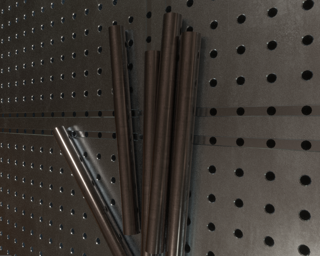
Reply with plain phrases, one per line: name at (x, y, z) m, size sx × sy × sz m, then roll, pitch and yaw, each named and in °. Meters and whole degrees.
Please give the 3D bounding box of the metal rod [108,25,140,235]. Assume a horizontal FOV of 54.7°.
metal rod at (-0.052, 0.000, 0.449) m, size 0.025 × 0.025 × 0.298 m, roll -8°, pitch 85°, yaw 39°

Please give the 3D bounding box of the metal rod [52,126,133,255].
metal rod at (-0.103, 0.116, 0.491) m, size 0.025 × 0.025 × 0.299 m, roll -50°, pitch 61°, yaw 28°

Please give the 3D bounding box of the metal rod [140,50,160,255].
metal rod at (-0.011, 0.048, 0.416) m, size 0.025 × 0.025 × 0.298 m, roll 2°, pitch 91°, yaw 39°

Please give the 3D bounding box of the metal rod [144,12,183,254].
metal rod at (0.005, 0.006, 0.393) m, size 0.025 × 0.025 × 0.298 m, roll 4°, pitch 90°, yaw 39°

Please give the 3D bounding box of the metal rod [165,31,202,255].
metal rod at (0.028, 0.034, 0.384) m, size 0.025 × 0.025 × 0.298 m, roll 7°, pitch 94°, yaw 39°
